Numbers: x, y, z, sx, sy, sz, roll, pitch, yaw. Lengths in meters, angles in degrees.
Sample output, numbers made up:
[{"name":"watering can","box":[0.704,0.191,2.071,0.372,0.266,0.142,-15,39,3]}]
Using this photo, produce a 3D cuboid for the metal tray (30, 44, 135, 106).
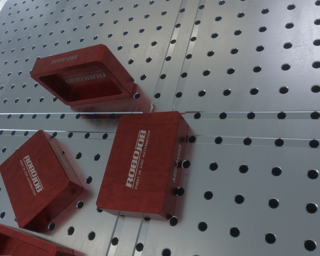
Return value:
[{"name":"metal tray","box":[-0.117,-0.076,0.476,0.130,0.090,0.030,-5,60,25]}]

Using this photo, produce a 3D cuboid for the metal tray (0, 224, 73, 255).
[{"name":"metal tray","box":[-0.181,0.180,0.390,0.130,0.030,0.090,5,64,30]}]

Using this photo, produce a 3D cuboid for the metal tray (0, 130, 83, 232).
[{"name":"metal tray","box":[-0.178,0.073,0.455,0.090,0.030,0.130,-43,51,-2]}]

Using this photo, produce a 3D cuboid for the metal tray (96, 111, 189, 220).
[{"name":"metal tray","box":[-0.020,0.043,0.390,0.090,0.030,0.130,-2,60,27]}]
